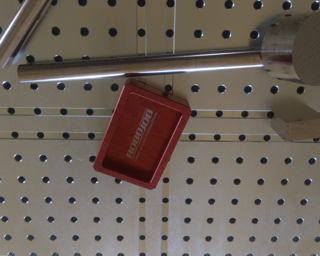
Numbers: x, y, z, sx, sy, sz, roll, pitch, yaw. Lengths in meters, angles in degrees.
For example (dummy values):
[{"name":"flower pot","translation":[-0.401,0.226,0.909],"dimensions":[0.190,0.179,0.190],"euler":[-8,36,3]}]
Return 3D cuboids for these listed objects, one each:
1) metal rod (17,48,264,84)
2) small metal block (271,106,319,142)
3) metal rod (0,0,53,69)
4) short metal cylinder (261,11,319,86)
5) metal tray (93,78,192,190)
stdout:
[{"name":"metal rod","translation":[-0.021,-0.077,0.384],"dimensions":[0.302,0.025,0.025],"euler":[-4,110,1]},{"name":"small metal block","translation":[0.178,-0.006,0.400],"dimensions":[0.050,0.050,0.025],"euler":[-7,110,2]},{"name":"metal rod","translation":[-0.103,-0.190,0.341],"dimensions":[0.025,0.025,0.299],"euler":[38,105,-13]},{"name":"short metal cylinder","translation":[0.166,-0.091,0.356],"dimensions":[0.081,0.050,0.079],"euler":[-6,107,-20]},{"name":"metal tray","translation":[-0.025,0.011,0.414],"dimensions":[0.090,0.030,0.129],"euler":[21,109,-8]}]
